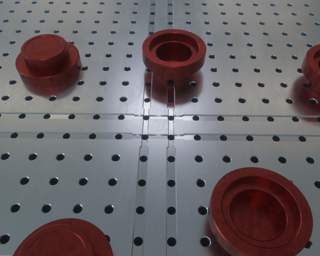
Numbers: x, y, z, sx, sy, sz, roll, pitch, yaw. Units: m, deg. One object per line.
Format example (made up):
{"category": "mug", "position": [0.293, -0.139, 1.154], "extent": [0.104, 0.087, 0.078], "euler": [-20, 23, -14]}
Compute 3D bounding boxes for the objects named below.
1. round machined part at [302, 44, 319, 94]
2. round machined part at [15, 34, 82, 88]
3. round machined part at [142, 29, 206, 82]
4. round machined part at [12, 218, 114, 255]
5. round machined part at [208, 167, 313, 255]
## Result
{"category": "round machined part", "position": [0.264, -0.082, 0.467], "extent": [0.099, 0.042, 0.098], "euler": [0, 50, 0]}
{"category": "round machined part", "position": [-0.178, -0.112, 0.490], "extent": [0.099, 0.042, 0.098], "euler": [0, 50, 0]}
{"category": "round machined part", "position": [0.022, -0.111, 0.490], "extent": [0.099, 0.042, 0.098], "euler": [0, 50, 0]}
{"category": "round machined part", "position": [-0.093, 0.130, 0.287], "extent": [0.099, 0.042, 0.098], "euler": [0, 50, 0]}
{"category": "round machined part", "position": [0.099, 0.093, 0.320], "extent": [0.099, 0.042, 0.098], "euler": [0, 50, 0]}
